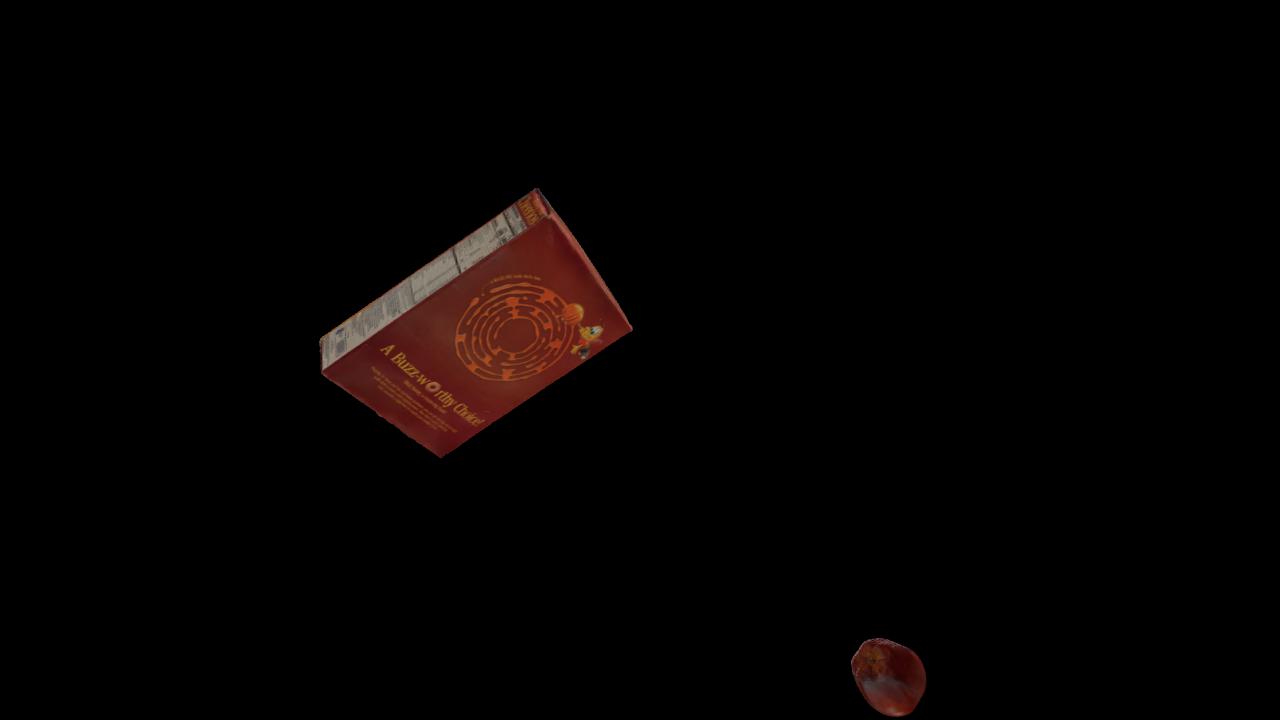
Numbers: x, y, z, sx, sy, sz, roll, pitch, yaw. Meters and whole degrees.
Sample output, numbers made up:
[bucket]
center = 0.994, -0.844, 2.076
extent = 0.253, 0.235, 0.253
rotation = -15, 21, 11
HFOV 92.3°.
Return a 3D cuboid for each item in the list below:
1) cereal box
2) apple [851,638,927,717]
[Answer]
[cereal box]
center = -0.184, -0.033, 0.736
extent = 0.306, 0.081, 0.203
rotation = -35, -45, 3
[apple]
center = 0.285, 0.361, 0.704
extent = 0.093, 0.079, 0.079
rotation = 48, -25, -25
